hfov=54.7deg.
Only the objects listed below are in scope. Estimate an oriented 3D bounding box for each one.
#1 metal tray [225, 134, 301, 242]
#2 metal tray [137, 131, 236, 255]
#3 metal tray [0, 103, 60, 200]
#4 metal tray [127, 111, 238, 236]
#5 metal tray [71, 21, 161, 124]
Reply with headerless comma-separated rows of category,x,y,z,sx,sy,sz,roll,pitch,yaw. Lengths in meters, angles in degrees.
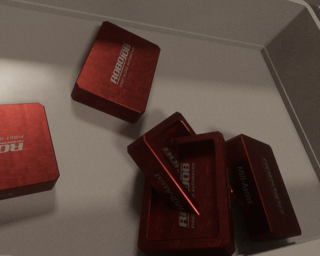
metal tray,0.134,0.079,0.409,0.091,0.030,0.130,18,52,-44
metal tray,0.029,0.069,0.336,0.030,0.090,0.130,60,27,-47
metal tray,-0.173,0.025,0.295,0.131,0.030,0.090,-7,65,-32
metal tray,0.031,0.052,0.362,0.130,0.030,0.091,54,36,0
metal tray,-0.055,-0.078,0.422,0.091,0.030,0.130,23,53,-15
